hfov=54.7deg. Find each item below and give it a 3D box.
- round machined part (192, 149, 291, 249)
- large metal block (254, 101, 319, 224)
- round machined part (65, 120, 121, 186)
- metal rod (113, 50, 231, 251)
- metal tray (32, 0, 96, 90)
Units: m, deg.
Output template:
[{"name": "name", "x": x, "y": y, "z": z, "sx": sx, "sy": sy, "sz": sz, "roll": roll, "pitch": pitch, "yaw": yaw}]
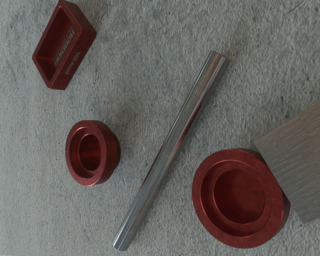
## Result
[{"name": "round machined part", "x": 0.086, "y": 0.070, "z": 0.322, "sx": 0.098, "sy": 0.042, "sz": 0.097, "roll": 0, "pitch": 90, "yaw": 39}, {"name": "large metal block", "x": 0.145, "y": 0.025, "z": 0.269, "sx": 0.080, "sy": 0.050, "sz": 0.080, "roll": -39, "pitch": 66, "yaw": 32}, {"name": "round machined part", "x": -0.098, "y": 0.037, "z": 0.472, "sx": 0.098, "sy": 0.042, "sz": 0.097, "roll": 0, "pitch": 90, "yaw": 39}, {"name": "metal rod", "x": 0.006, "y": 0.043, "z": 0.398, "sx": 0.025, "sy": 0.025, "sz": 0.298, "roll": 40, "pitch": 114, "yaw": 32}, {"name": "metal tray", "x": -0.170, "y": -0.141, "z": 0.538, "sx": 0.129, "sy": 0.030, "sz": 0.090, "roll": -50, "pitch": 61, "yaw": 28}]
